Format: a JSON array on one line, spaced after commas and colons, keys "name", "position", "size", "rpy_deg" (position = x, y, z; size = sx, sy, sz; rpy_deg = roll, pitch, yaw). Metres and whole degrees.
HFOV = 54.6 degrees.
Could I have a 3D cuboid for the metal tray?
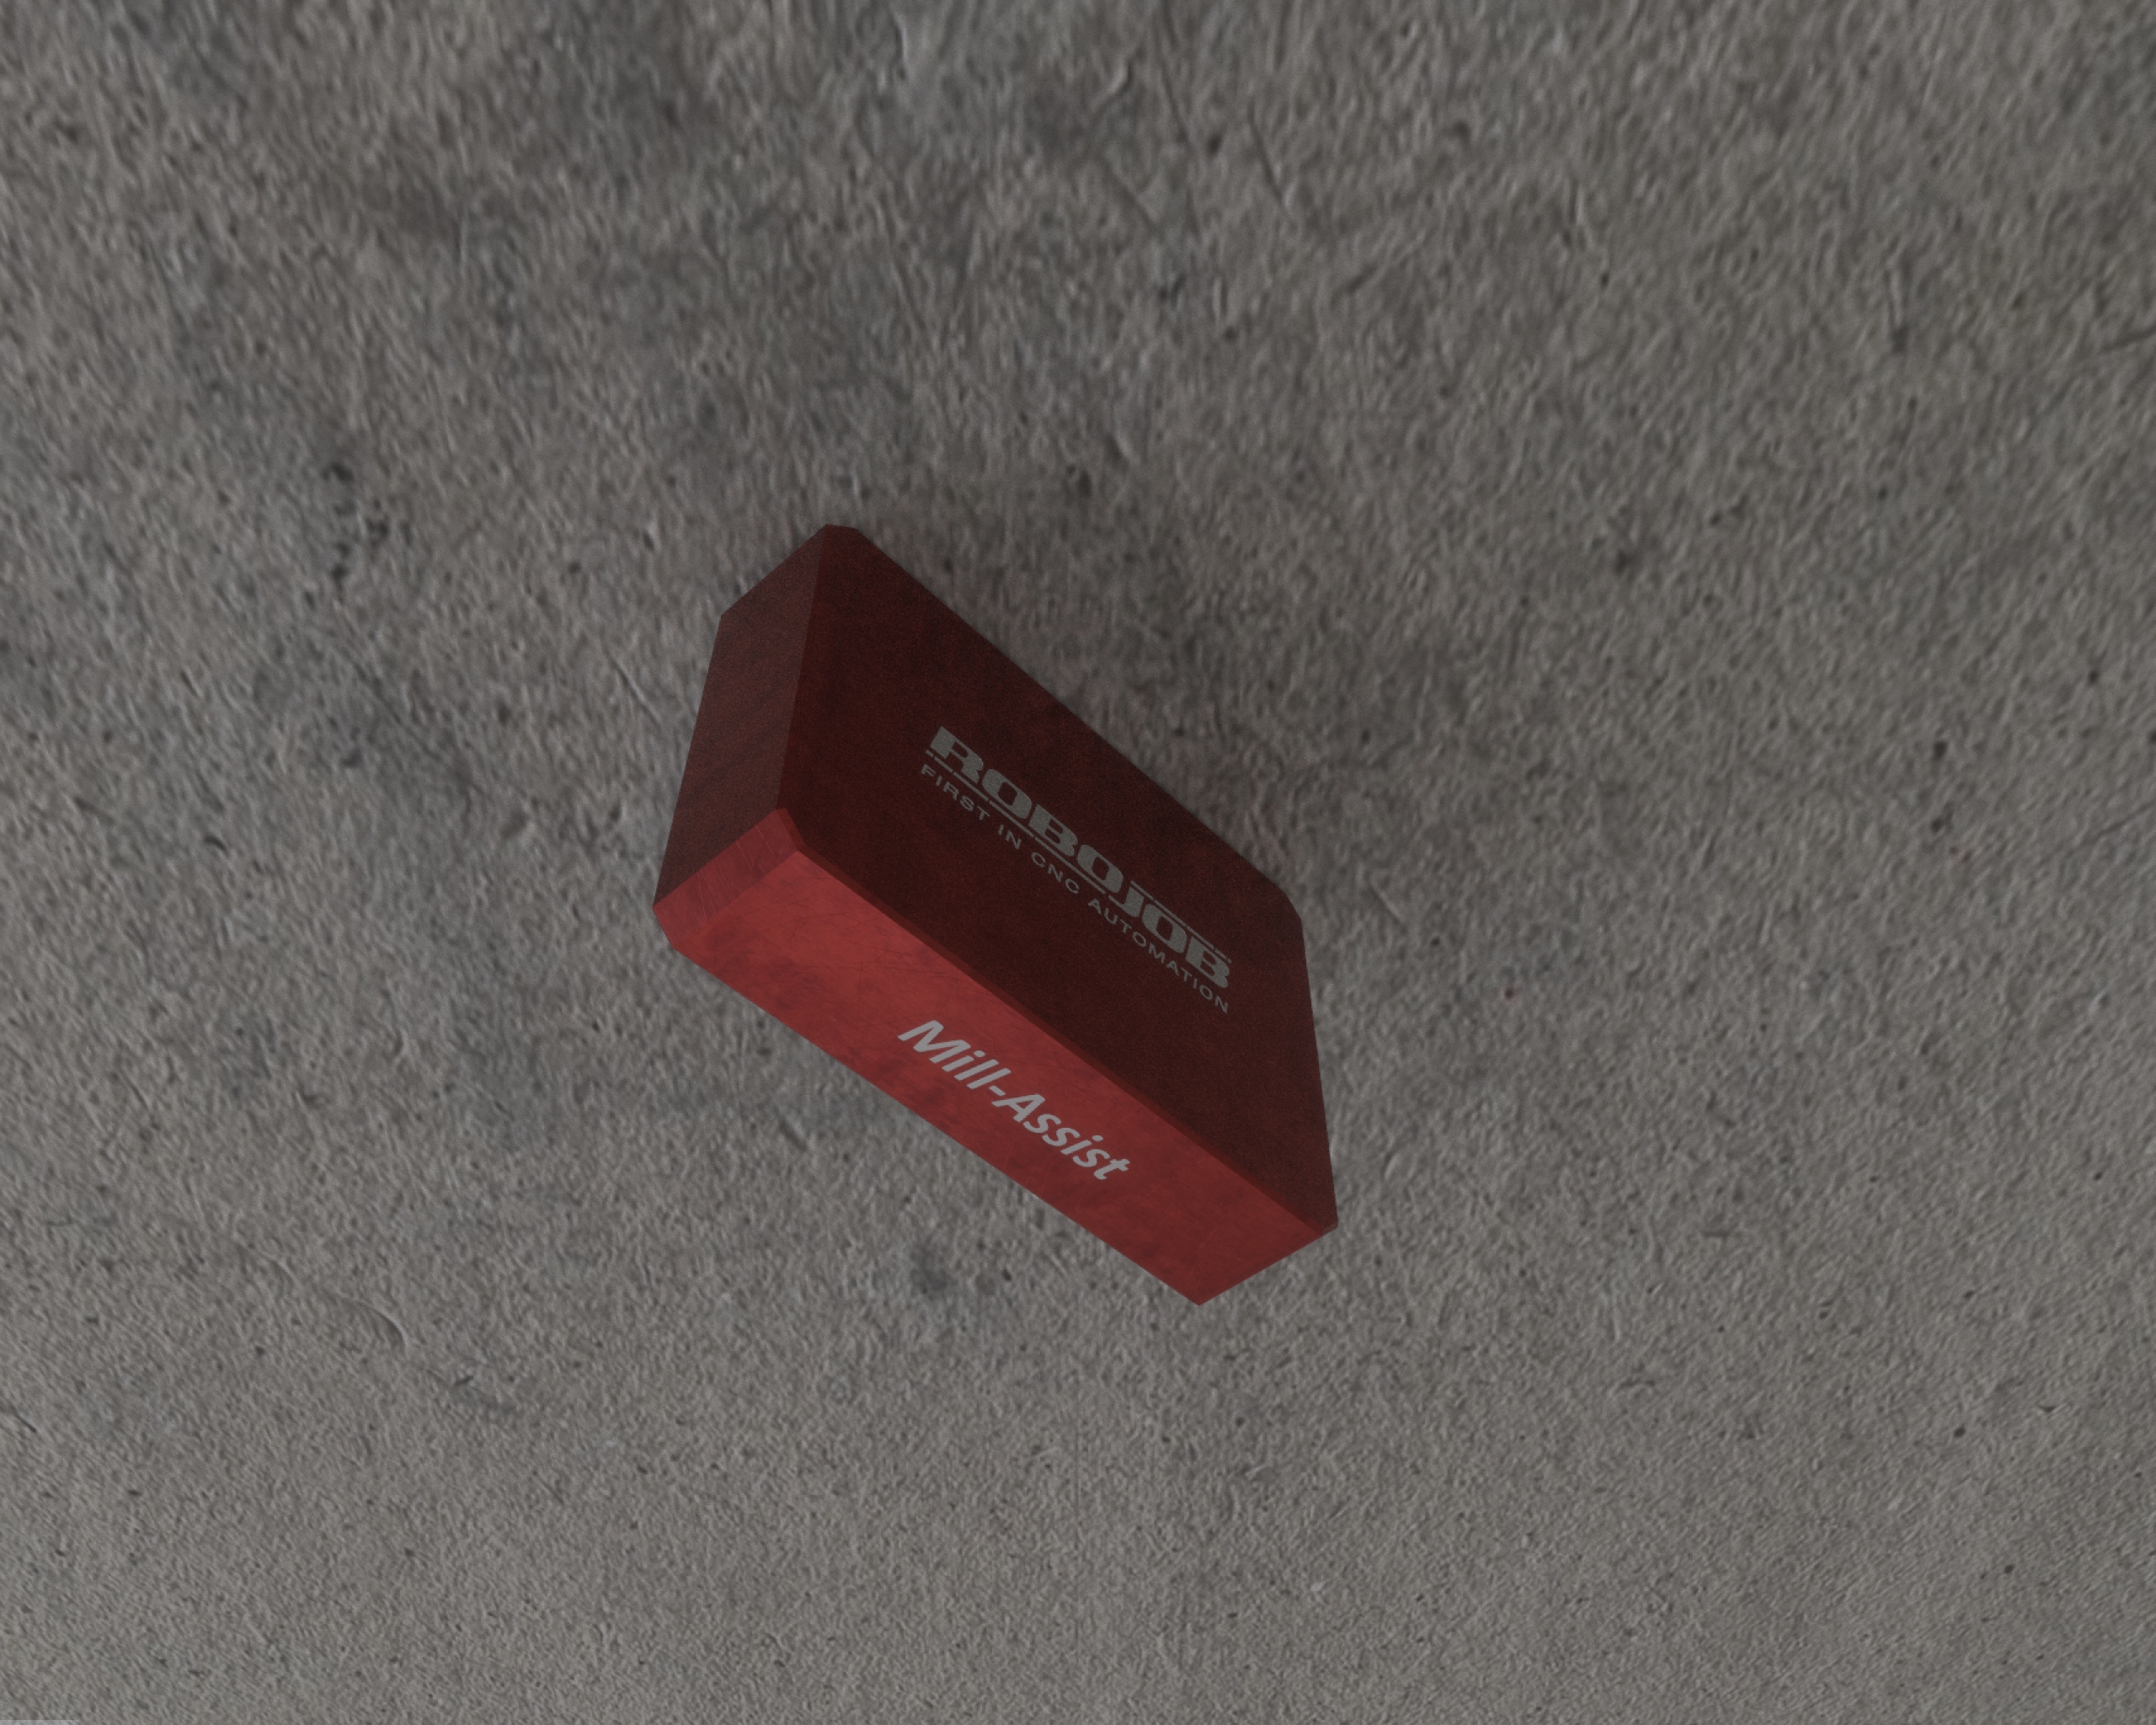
[{"name": "metal tray", "position": [-0.009, 0.010, 0.372], "size": [0.030, 0.090, 0.130], "rpy_deg": [-36, 122, 26]}]
